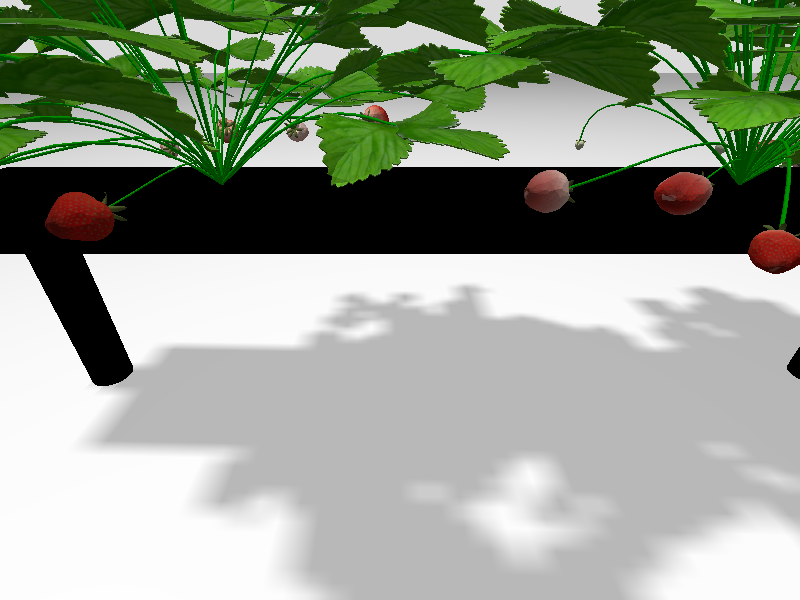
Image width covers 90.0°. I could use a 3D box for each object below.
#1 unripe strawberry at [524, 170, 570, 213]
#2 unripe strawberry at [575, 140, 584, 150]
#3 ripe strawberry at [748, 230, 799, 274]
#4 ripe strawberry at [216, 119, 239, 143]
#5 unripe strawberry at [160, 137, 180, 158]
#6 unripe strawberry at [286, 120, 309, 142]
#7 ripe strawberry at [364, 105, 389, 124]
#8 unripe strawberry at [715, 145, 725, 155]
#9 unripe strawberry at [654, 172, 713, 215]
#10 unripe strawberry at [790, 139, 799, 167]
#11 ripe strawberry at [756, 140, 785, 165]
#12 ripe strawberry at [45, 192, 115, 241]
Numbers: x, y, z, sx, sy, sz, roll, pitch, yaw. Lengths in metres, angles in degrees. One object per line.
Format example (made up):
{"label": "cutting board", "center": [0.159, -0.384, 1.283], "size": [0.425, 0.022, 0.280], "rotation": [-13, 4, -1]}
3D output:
{"label": "unripe strawberry", "center": [0.101, -0.075, 0.280], "size": [0.030, 0.030, 0.028], "rotation": [-11, 33, -17]}
{"label": "unripe strawberry", "center": [0.198, -0.171, 0.442], "size": [0.009, 0.010, 0.010], "rotation": [-23, 38, -33]}
{"label": "ripe strawberry", "center": [0.189, -0.023, 0.201], "size": [0.023, 0.023, 0.019], "rotation": [18, -29, 28]}
{"label": "ripe strawberry", "center": [-0.219, -0.214, 0.510], "size": [0.029, 0.030, 0.031], "rotation": [-10, 0, -16]}
{"label": "unripe strawberry", "center": [-0.250, -0.165, 0.434], "size": [0.018, 0.021, 0.020], "rotation": [-25, 32, -35]}
{"label": "unripe strawberry", "center": [-0.131, -0.217, 0.516], "size": [0.029, 0.026, 0.026], "rotation": [3, 11, 5]}
{"label": "ripe strawberry", "center": [-0.030, -0.235, 0.530], "size": [0.037, 0.042, 0.040], "rotation": [16, 34, 24]}
{"label": "unripe strawberry", "center": [0.349, -0.164, 0.436], "size": [0.011, 0.011, 0.011], "rotation": [14, 34, 22]}
{"label": "unripe strawberry", "center": [0.189, -0.071, 0.270], "size": [0.029, 0.029, 0.032], "rotation": [-22, 38, -31]}
{"label": "unripe strawberry", "center": [0.402, -0.147, 0.396], "size": [0.028, 0.030, 0.026], "rotation": [-17, 35, -27]}
{"label": "ripe strawberry", "center": [0.364, -0.147, 0.399], "size": [0.029, 0.025, 0.029], "rotation": [-26, 40, -37]}
{"label": "ripe strawberry", "center": [-0.186, -0.047, 0.231], "size": [0.032, 0.027, 0.032], "rotation": [7, 32, 12]}
